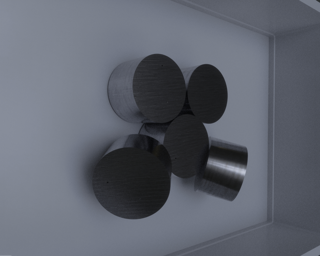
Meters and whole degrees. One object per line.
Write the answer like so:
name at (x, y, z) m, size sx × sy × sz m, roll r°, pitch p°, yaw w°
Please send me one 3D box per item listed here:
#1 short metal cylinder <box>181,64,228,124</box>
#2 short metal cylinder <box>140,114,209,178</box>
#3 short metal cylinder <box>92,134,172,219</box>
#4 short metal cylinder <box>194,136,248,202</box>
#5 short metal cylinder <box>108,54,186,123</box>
short metal cylinder at (0.049, -0.046, 0.432) m, size 0.081 × 0.050 × 0.079 m, roll 0°, pitch 90°, yaw -40°
short metal cylinder at (0.018, 0.022, 0.403) m, size 0.081 × 0.050 × 0.079 m, roll 0°, pitch 90°, yaw -40°
short metal cylinder at (-0.028, 0.051, 0.340) m, size 0.050 × 0.080 × 0.080 m, roll -76°, pitch 151°, yaw -75°
short metal cylinder at (0.083, 0.057, 0.433) m, size 0.050 × 0.080 × 0.080 m, roll 16°, pitch 77°, yaw 1°
short metal cylinder at (-0.015, -0.046, 0.376) m, size 0.081 × 0.050 × 0.079 m, roll 0°, pitch 90°, yaw -40°
